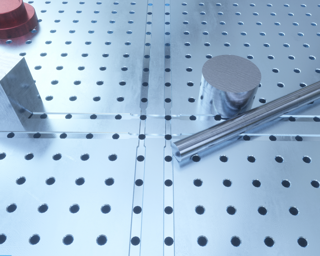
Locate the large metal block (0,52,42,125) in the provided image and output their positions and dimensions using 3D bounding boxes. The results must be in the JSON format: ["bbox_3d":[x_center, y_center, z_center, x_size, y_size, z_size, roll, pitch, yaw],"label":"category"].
[{"bbox_3d":[-0.219,-0.057,0.417,0.080,0.080,0.050,14,52,11],"label":"large metal block"}]

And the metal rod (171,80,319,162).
[{"bbox_3d":[0.153,-0.024,0.429,0.302,0.025,0.025,-22,54,-18],"label":"metal rod"}]

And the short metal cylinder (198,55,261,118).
[{"bbox_3d":[0.098,-0.060,0.443,0.081,0.050,0.080,0,50,0],"label":"short metal cylinder"}]

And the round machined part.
[{"bbox_3d":[-0.281,-0.209,0.569,0.099,0.042,0.098,0,50,0],"label":"round machined part"}]
